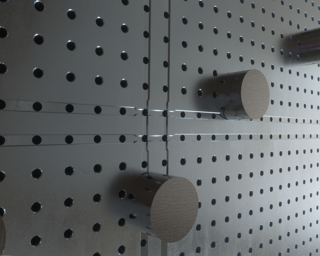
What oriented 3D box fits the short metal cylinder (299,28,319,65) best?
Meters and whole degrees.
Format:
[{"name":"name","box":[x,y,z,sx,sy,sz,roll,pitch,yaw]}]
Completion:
[{"name":"short metal cylinder","box":[0.357,-0.184,0.696,0.081,0.050,0.079,0,90,-40]}]

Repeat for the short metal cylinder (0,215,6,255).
[{"name":"short metal cylinder","box":[-0.174,0.088,0.248,0.081,0.050,0.079,0,90,-40]}]

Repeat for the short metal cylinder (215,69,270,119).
[{"name":"short metal cylinder","box":[0.136,-0.054,0.510,0.081,0.050,0.079,0,90,-40]}]

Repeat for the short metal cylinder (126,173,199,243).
[{"name":"short metal cylinder","box":[0.004,0.100,0.398,0.081,0.050,0.079,0,90,-40]}]
